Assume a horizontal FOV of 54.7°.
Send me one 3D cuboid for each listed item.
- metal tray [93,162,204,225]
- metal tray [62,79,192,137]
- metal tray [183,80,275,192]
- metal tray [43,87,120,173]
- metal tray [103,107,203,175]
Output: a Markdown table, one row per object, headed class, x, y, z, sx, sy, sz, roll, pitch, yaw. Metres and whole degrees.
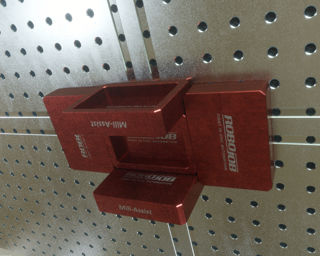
| class | x | y | z | sx | sy | sz | roll | pitch | yaw |
| --- | --- | --- | --- | --- | --- | --- | --- | --- | --- |
| metal tray | -0.013 | 0.081 | 0.422 | 0.130 | 0.090 | 0.030 | 1 | 119 | 27 |
| metal tray | -0.037 | -0.025 | 0.372 | 0.130 | 0.090 | 0.030 | 1 | 119 | 27 |
| metal tray | 0.084 | 0.012 | 0.368 | 0.090 | 0.030 | 0.129 | 0 | 119 | 26 |
| metal tray | -0.113 | 0.005 | 0.468 | 0.090 | 0.030 | 0.129 | 1 | 119 | 27 |
| metal tray | -0.013 | 0.014 | 0.419 | 0.130 | 0.030 | 0.089 | 1 | 119 | 27 |
